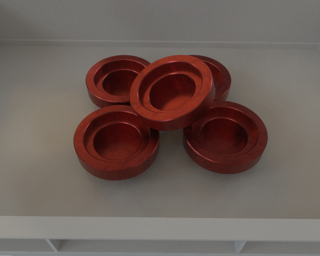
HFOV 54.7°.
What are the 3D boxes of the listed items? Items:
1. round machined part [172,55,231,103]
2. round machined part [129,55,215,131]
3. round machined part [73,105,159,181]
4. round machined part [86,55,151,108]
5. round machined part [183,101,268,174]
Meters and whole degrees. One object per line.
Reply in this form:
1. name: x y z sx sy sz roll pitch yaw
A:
1. round machined part: 0.048 -0.057 0.441 0.099 0.042 0.098 0 50 0
2. round machined part: 0.017 -0.037 0.368 0.098 0.042 0.098 -10 54 15
3. round machined part: -0.050 0.021 0.373 0.099 0.042 0.098 0 50 0
4. round machined part: -0.052 -0.057 0.439 0.099 0.042 0.098 0 50 0
5. round machined part: 0.077 0.015 0.380 0.099 0.042 0.098 0 50 0
